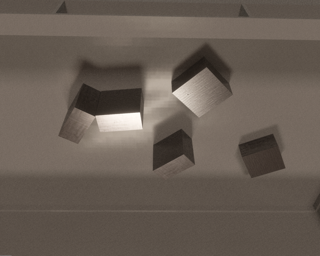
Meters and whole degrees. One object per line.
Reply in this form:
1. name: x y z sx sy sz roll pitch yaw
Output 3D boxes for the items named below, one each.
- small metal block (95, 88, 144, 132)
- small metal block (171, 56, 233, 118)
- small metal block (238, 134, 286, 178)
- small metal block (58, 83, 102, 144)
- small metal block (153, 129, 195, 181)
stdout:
1. small metal block: -0.047 -0.022 0.373 0.050 0.050 0.025 -4 130 2
2. small metal block: 0.049 -0.048 0.369 0.050 0.025 0.050 -35 122 26
3. small metal block: 0.147 0.041 0.447 0.050 0.025 0.050 -20 128 16
4. small metal block: -0.096 -0.018 0.376 0.025 0.050 0.050 26 125 -20
5. small metal block: 0.018 0.036 0.424 0.050 0.050 0.025 -31 124 23
